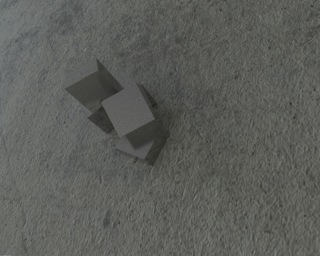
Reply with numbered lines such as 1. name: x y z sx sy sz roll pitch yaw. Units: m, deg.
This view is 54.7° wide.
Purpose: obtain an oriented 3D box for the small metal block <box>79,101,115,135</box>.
1. small metal block: -0.089 -0.025 0.450 0.025 0.050 0.050 -38 51 2

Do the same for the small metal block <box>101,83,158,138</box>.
1. small metal block: -0.037 -0.022 0.389 0.050 0.025 0.050 -28 90 10

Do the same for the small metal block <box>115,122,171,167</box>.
1. small metal block: -0.022 0.017 0.405 0.050 0.025 0.050 17 71 34

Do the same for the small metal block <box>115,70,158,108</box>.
1. small metal block: -0.037 -0.048 0.437 0.025 0.050 0.050 -49 52 -6

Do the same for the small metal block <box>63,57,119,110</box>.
1. small metal block: -0.089 -0.057 0.405 0.050 0.050 0.025 -26 53 12
